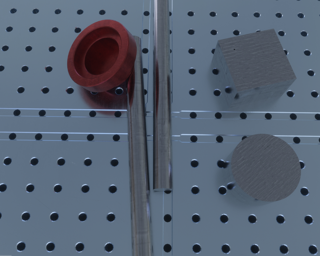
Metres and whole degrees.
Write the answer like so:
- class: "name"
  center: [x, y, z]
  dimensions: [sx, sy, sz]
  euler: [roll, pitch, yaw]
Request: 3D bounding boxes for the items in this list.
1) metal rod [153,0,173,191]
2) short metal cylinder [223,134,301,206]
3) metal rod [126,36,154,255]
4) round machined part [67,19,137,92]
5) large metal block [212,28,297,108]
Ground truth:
- class: "metal rod"
  center: [0.003, -0.064, 0.435]
  dimensions: [0.025, 0.025, 0.299]
  euler: [0, 70, -1]
- class: "short metal cylinder"
  center: [0.122, 0.053, 0.381]
  dimensions: [0.081, 0.050, 0.080]
  euler: [0, 70, 0]
- class: "metal rod"
  center: [-0.030, 0.011, 0.407]
  dimensions: [0.025, 0.025, 0.299]
  euler: [-4, 70, -2]
- class: "round machined part"
  center: [-0.074, -0.094, 0.423]
  dimensions: [0.098, 0.042, 0.098]
  euler: [-8, 70, 24]
- class: "large metal block"
  center: [0.127, -0.083, 0.430]
  dimensions: [0.081, 0.050, 0.080]
  euler: [-13, 71, -5]
